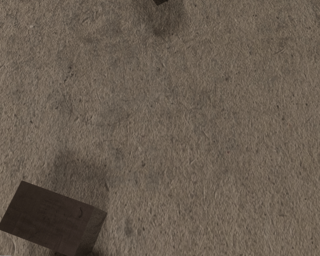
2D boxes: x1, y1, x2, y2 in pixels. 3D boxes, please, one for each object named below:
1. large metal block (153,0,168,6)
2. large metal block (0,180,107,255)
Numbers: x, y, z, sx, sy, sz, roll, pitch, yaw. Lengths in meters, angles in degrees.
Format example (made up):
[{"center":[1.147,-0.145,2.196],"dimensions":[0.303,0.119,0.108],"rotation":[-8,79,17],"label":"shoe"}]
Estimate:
[{"center":[-0.004,-0.252,0.471],"dimensions":[0.050,0.080,0.080],"rotation":[-31,73,-11],"label":"large metal block"},{"center":[-0.111,0.101,0.341],"dimensions":[0.080,0.080,0.050],"rotation":[18,71,6],"label":"large metal block"}]
